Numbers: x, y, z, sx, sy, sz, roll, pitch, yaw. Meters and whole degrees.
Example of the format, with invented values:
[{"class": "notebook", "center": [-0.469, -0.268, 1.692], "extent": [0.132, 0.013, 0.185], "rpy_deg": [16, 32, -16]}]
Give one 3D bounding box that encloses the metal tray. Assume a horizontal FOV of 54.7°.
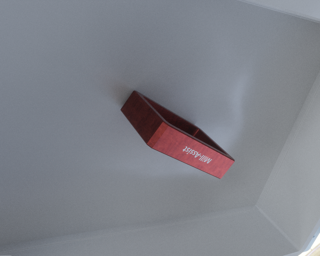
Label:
[{"class": "metal tray", "center": [0.023, 0.009, 0.382], "extent": [0.131, 0.090, 0.030], "rpy_deg": [27, 103, -38]}]
